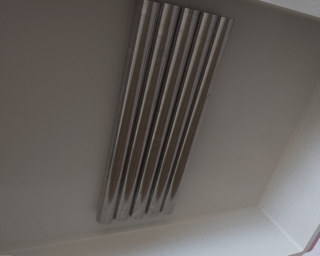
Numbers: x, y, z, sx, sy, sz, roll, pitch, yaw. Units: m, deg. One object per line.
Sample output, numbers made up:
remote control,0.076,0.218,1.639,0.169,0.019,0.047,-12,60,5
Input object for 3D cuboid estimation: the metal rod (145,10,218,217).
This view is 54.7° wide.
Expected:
metal rod,0.021,-0.001,0.417,0.025,0.025,0.298,0,118,-29

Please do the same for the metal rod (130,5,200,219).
metal rod,-0.002,-0.002,0.405,0.025,0.025,0.298,0,118,-29

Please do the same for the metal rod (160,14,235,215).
metal rod,0.043,-0.001,0.430,0.025,0.025,0.298,0,118,-29

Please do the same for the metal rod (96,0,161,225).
metal rod,-0.045,-0.001,0.381,0.025,0.025,0.298,0,118,-29

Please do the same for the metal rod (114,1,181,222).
metal rod,-0.024,-0.002,0.392,0.025,0.025,0.298,0,118,-29
